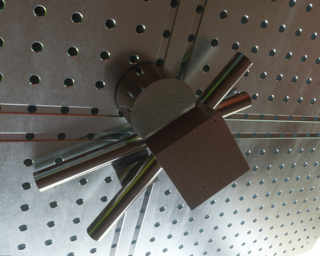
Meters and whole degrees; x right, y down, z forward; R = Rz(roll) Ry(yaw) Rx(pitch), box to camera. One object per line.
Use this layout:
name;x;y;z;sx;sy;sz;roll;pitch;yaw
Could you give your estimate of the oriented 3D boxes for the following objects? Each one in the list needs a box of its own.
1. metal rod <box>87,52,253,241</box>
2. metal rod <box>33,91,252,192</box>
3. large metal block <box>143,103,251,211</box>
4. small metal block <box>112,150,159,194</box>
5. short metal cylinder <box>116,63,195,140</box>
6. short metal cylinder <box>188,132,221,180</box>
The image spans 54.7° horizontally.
metal rod;0.008;0.028;0.397;0.299;0.025;0.025;-50;129;7
metal rod;-0.010;0.011;0.408;0.302;0.025;0.025;-21;127;-16
large metal block;0.041;0.030;0.350;0.080;0.050;0.080;-34;112;-5
small metal block;-0.034;0.059;0.425;0.050;0.025;0.050;-25;128;-13
short metal cylinder;-0.006;-0.030;0.369;0.081;0.050;0.079;-14;124;-21
short metal cylinder;0.056;0.047;0.431;0.050;0.080;0.080;-37;129;-3
